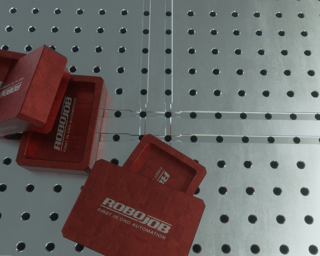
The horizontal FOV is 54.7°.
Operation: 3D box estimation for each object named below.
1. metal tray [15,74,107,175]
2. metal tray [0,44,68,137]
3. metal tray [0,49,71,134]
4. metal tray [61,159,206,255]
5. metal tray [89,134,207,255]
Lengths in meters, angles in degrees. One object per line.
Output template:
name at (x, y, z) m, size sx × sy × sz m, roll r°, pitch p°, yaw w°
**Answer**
metal tray at (-0.126, -0.007, 0.410) m, size 0.091 × 0.030 × 0.130 m, roll 5°, pitch 70°, yaw 1°
metal tray at (-0.171, -0.041, 0.379) m, size 0.130 × 0.030 × 0.090 m, roll -8°, pitch 63°, yaw 43°
metal tray at (-0.191, -0.050, 0.392) m, size 0.131 × 0.030 × 0.090 m, roll 11°, pitch 73°, yaw 7°
metal tray at (-0.027, 0.100, 0.340) m, size 0.131 × 0.030 × 0.090 m, roll 21°, pitch 71°, yaw 7°
metal tray at (-0.014, 0.083, 0.378) m, size 0.090 × 0.030 × 0.130 m, roll 31°, pitch 73°, yaw 10°
